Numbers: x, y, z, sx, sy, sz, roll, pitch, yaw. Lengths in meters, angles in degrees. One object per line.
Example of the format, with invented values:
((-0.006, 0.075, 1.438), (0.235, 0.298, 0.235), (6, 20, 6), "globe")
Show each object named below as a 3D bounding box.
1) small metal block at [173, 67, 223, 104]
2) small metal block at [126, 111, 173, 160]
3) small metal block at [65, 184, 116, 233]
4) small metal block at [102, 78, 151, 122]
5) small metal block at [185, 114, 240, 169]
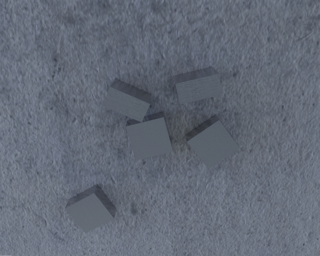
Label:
((0.045, -0.053, 0.378), (0.050, 0.050, 0.025), (-13, 110, 4), "small metal block")
((-0.013, 0.010, 0.414), (0.050, 0.025, 0.050), (-14, 110, 4), "small metal block")
((-0.100, 0.118, 0.452), (0.050, 0.025, 0.050), (-29, 108, 10), "small metal block")
((-0.039, -0.035, 0.383), (0.050, 0.050, 0.025), (23, 108, -9), "small metal block")
((0.070, 0.018, 0.418), (0.050, 0.025, 0.050), (-35, 107, 11), "small metal block")
